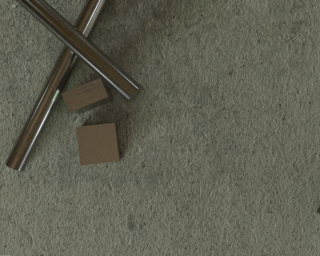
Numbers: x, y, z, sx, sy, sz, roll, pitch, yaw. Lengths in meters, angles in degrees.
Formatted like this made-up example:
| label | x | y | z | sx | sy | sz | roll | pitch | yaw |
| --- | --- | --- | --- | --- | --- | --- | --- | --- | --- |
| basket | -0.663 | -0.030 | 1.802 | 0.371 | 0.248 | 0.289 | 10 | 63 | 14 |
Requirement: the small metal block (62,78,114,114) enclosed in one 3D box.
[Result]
| label | x | y | z | sx | sy | sz | roll | pitch | yaw |
| --- | --- | --- | --- | --- | --- | --- | --- | --- | --- |
| small metal block | -0.090 | -0.040 | 0.396 | 0.050 | 0.050 | 0.025 | -22 | 90 | 0 |

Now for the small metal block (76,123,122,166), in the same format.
| label | x | y | z | sx | sy | sz | roll | pitch | yaw |
| --- | --- | --- | --- | --- | --- | --- | --- | --- | --- |
| small metal block | -0.080 | 0.021 | 0.409 | 0.050 | 0.025 | 0.050 | -6 | 90 | -1 |

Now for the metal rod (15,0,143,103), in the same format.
| label | x | y | z | sx | sy | sz | roll | pitch | yaw |
| --- | --- | --- | --- | --- | --- | --- | --- | --- | --- |
| metal rod | -0.139 | -0.139 | 0.387 | 0.300 | 0.025 | 0.025 | 42 | 90 | 8 |

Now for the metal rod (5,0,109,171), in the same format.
| label | x | y | z | sx | sy | sz | roll | pitch | yaw |
| --- | --- | --- | --- | --- | --- | --- | --- | --- | --- |
| metal rod | -0.124 | -0.083 | 0.408 | 0.025 | 0.025 | 0.299 | 27 | 90 | -1 |

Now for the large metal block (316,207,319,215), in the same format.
| label | x | y | z | sx | sy | sz | roll | pitch | yaw |
| --- | --- | --- | --- | --- | --- | --- | --- | --- | --- |
| large metal block | 0.271 | 0.109 | 0.401 | 0.080 | 0.050 | 0.080 | 38 | 90 | -1 |
